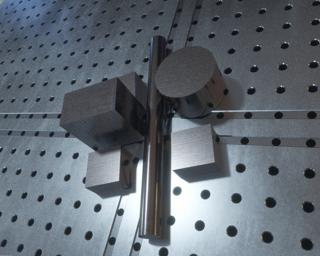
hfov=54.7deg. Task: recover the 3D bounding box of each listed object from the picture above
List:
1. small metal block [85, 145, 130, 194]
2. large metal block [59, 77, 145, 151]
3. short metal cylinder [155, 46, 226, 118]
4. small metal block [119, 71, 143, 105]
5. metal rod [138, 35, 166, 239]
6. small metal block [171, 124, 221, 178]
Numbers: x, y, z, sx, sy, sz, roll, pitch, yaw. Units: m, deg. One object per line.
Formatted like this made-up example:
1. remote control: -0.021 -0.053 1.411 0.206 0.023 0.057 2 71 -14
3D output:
1. small metal block: -0.068 0.055 0.409 0.050 0.025 0.050 -14 56 19
2. large metal block: -0.073 -0.015 0.417 0.080 0.080 0.050 -14 56 20
3. short metal cylinder: 0.040 -0.060 0.406 0.080 0.050 0.080 -13 56 20
4. small metal block: -0.054 -0.051 0.466 0.050 0.025 0.050 -16 55 18
5. metal rod: -0.007 -0.009 0.416 0.025 0.025 0.299 -12 57 21
6. small metal block: 0.042 0.027 0.368 0.050 0.025 0.050 -14 56 20
